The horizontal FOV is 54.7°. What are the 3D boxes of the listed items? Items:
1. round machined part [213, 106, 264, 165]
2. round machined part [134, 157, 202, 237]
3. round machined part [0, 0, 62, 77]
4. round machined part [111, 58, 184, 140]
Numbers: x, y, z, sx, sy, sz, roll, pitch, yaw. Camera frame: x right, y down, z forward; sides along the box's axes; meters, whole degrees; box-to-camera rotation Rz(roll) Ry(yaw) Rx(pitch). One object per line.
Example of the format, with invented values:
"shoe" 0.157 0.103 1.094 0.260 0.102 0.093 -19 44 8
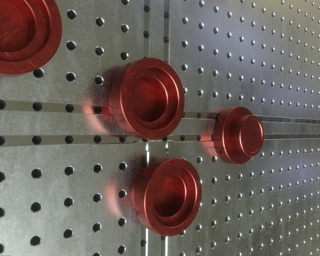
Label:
"round machined part" 0.136 0.012 0.516 0.099 0.042 0.097 0 90 -40
"round machined part" 0.006 0.087 0.406 0.099 0.042 0.097 0 90 -40
"round machined part" -0.144 -0.095 0.278 0.099 0.042 0.097 0 90 -40
"round machined part" -0.019 -0.035 0.384 0.099 0.042 0.097 0 90 -40
